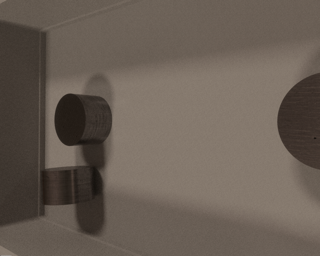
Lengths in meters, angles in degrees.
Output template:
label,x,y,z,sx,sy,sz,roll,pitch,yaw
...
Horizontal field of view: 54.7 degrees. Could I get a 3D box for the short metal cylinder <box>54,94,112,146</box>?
label,x,y,z,sx,sy,sz,roll,pitch,yaw
short metal cylinder,-0.121,-0.013,0.488,0.080,0.050,0.079,0,90,39

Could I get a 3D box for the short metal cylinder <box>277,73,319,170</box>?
label,x,y,z,sx,sy,sz,roll,pitch,yaw
short metal cylinder,0.150,-0.006,0.266,0.080,0.050,0.079,0,90,39

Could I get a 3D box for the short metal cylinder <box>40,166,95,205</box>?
label,x,y,z,sx,sy,sz,roll,pitch,yaw
short metal cylinder,-0.145,0.088,0.487,0.080,0.081,0.050,-5,87,39
